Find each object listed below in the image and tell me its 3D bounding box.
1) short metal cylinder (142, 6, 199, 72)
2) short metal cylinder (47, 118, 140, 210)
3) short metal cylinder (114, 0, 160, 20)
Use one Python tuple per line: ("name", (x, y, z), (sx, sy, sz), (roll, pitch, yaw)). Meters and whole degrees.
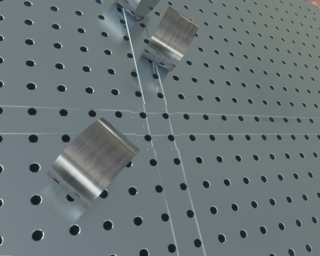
("short metal cylinder", (0.014, -0.131, 0.460), (0.050, 0.080, 0.080), (29, 52, -10))
("short metal cylinder", (-0.066, 0.036, 0.316), (0.050, 0.080, 0.080), (42, 51, 0))
("short metal cylinder", (-0.031, -0.221, 0.490), (0.050, 0.080, 0.080), (43, 51, 1))
